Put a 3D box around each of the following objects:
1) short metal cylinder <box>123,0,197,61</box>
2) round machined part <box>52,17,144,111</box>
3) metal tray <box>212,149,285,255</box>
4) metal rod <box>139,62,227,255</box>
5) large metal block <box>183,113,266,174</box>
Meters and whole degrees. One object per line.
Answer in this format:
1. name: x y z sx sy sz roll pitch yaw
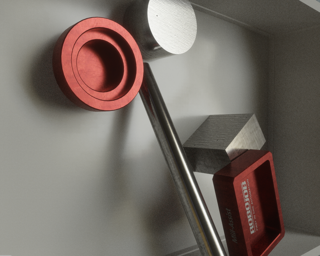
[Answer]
1. short metal cylinder: 0.001 -0.130 0.392 0.081 0.050 0.079 0 90 -40
2. round machined part: -0.069 -0.066 0.339 0.099 0.042 0.097 0 90 -40
3. metal tray: 0.119 0.103 0.401 0.091 0.030 0.129 -25 107 -38
4. metal rod: 0.028 0.059 0.351 0.025 0.025 0.299 -8 70 -40
5. large metal block: 0.093 0.023 0.451 0.080 0.080 0.050 -44 117 -31
